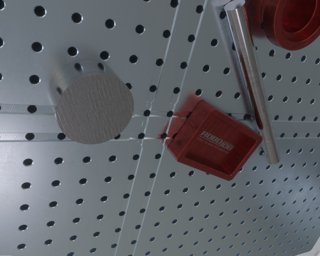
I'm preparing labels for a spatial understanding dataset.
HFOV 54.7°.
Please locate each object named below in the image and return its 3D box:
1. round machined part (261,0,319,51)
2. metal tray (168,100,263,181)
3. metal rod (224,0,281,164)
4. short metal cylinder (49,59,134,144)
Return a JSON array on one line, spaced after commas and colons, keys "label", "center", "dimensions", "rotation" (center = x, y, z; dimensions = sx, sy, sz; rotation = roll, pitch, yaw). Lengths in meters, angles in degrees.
[{"label": "round machined part", "center": [0.172, -0.154, 0.399], "dimensions": [0.099, 0.042, 0.097], "rotation": [-14, 124, -21]}, {"label": "metal tray", "center": [0.087, 0.024, 0.470], "dimensions": [0.131, 0.030, 0.090], "rotation": [25, 105, -37]}, {"label": "metal rod", "center": [0.146, -0.046, 0.463], "dimensions": [0.025, 0.025, 0.299], "rotation": [-34, 129, -6]}, {"label": "short metal cylinder", "center": [-0.075, -0.029, 0.336], "dimensions": [0.081, 0.050, 0.079], "rotation": [-14, 124, -21]}]
